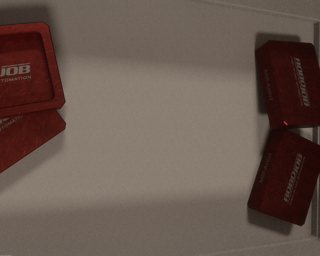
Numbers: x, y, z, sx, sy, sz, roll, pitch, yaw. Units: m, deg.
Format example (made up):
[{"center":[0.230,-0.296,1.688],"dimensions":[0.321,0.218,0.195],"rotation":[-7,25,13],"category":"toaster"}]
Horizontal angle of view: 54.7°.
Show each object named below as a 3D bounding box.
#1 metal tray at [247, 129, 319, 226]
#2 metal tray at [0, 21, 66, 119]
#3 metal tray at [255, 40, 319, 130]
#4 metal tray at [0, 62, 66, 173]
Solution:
[{"center":[0.199,0.077,0.484],"dimensions":[0.091,0.030,0.130],"rotation":[23,82,-19],"category":"metal tray"},{"center":[-0.171,-0.053,0.312],"dimensions":[0.131,0.030,0.089],"rotation":[-12,94,-20],"category":"metal tray"},{"center":[0.201,-0.065,0.468],"dimensions":[0.091,0.030,0.129],"rotation":[-2,77,-20],"category":"metal tray"},{"center":[-0.184,0.000,0.340],"dimensions":[0.131,0.030,0.090],"rotation":[-37,102,-17],"category":"metal tray"}]
